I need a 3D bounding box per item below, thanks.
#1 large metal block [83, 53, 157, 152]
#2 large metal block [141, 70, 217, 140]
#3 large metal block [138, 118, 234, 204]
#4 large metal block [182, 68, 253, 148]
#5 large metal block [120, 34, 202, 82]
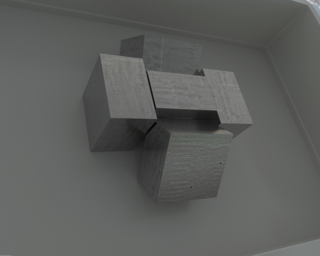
[{"bbox_3d":[-0.050,-0.026,0.357,0.050,0.080,0.080,1,62,-28],"label":"large metal block"},{"bbox_3d":[0.010,-0.024,0.389,0.081,0.080,0.050,1,62,-28],"label":"large metal block"},{"bbox_3d":[0.027,0.035,0.353,0.081,0.079,0.050,1,19,-29],"label":"large metal block"},{"bbox_3d":[0.068,-0.022,0.419,0.050,0.080,0.080,1,62,-28],"label":"large metal block"},{"bbox_3d":[-0.003,-0.089,0.414,0.081,0.080,0.050,2,99,-28],"label":"large metal block"}]
